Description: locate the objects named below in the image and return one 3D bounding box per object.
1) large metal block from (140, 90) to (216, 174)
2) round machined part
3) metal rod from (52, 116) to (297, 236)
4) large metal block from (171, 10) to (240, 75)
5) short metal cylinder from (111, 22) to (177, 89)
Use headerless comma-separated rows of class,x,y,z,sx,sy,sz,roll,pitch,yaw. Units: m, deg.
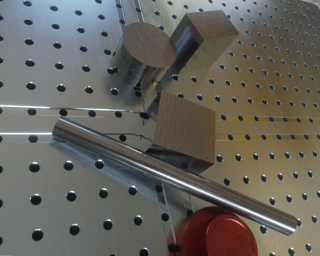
large metal block,0.023,0.009,0.399,0.080,0.050,0.080,20,54,-17
round machined part,0.071,0.137,0.352,0.099,0.042,0.098,14,56,-21
metal rod,0.022,0.058,0.362,0.301,0.025,0.025,24,53,-6
large metal block,0.063,-0.135,0.489,0.081,0.080,0.050,-21,73,-36
short metal cylinder,-0.023,-0.103,0.442,0.081,0.050,0.080,14,56,-21
